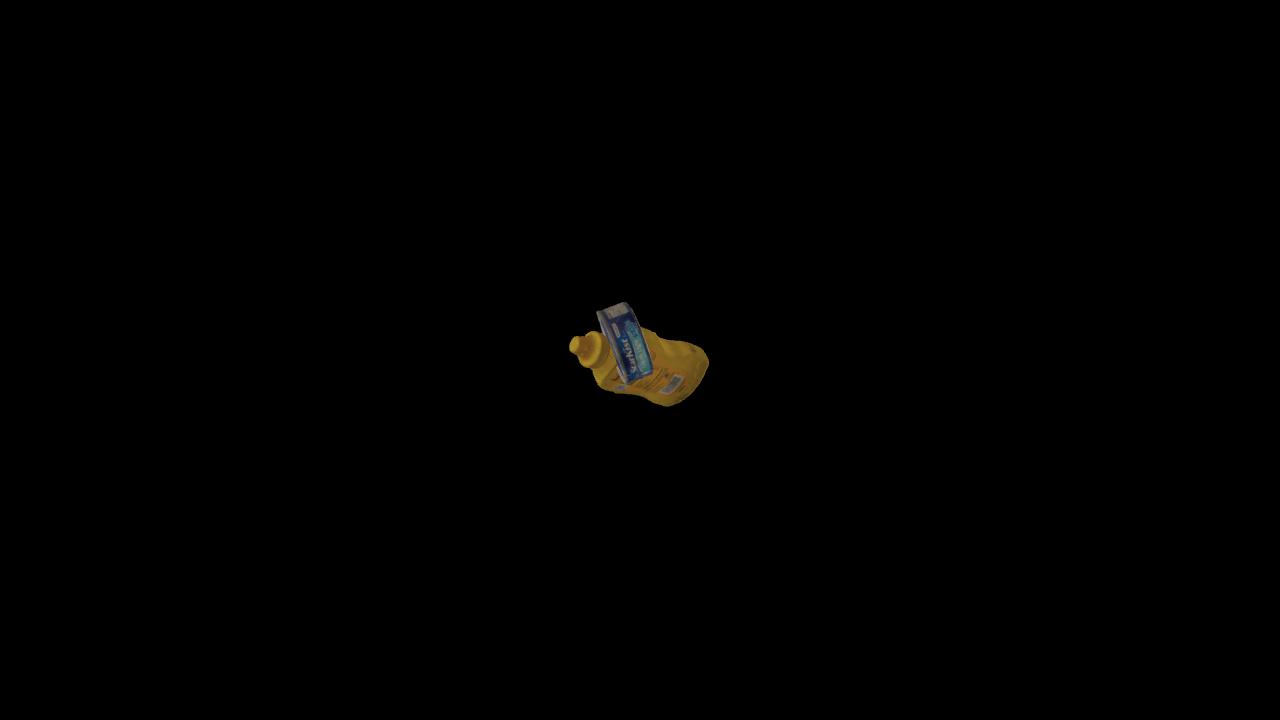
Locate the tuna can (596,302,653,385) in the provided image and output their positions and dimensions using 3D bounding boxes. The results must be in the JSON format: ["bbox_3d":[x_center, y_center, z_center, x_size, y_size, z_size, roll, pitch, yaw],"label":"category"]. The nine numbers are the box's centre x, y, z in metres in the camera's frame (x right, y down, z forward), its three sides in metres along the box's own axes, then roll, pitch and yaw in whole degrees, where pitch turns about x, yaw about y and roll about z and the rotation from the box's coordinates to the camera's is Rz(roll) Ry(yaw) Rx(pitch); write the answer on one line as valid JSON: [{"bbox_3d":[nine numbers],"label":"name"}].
[{"bbox_3d":[-0.015,-0.018,0.650,0.034,0.084,0.084,-21,2,-6],"label":"tuna can"}]

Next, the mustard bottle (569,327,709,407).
[{"bbox_3d":[-0.007,0.003,0.726,0.184,0.054,0.092,17,-51,-41],"label":"mustard bottle"}]
